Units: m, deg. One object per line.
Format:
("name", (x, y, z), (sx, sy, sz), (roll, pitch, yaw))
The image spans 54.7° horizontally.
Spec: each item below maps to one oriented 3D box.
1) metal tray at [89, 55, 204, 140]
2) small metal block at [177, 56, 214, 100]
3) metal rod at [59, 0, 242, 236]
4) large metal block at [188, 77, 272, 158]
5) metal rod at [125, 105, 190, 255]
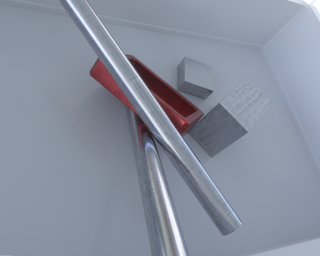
("metal tray", (-0.012, -0.042, 0.385), (0.130, 0.030, 0.090), (40, 20, 8))
("small metal block", (0.055, -0.078, 0.485), (0.050, 0.025, 0.050), (16, 55, -20))
("metal rod", (-0.011, -0.019, 0.326), (0.025, 0.025, 0.299), (-33, 87, -38))
("large metal block", (0.097, -0.014, 0.433), (0.050, 0.080, 0.080), (47, 51, 4))
("metal rod", (-0.008, 0.045, 0.283), (0.025, 0.025, 0.300), (16, 26, -20))
